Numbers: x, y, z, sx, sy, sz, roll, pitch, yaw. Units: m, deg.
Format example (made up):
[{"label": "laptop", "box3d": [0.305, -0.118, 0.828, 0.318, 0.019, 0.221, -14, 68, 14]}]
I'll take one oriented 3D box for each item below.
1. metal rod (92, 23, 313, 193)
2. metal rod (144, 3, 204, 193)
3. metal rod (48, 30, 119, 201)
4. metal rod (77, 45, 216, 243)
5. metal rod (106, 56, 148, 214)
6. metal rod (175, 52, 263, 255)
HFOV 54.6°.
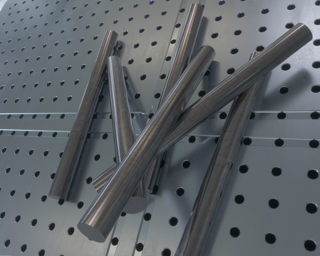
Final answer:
[{"label": "metal rod", "box3d": [0.046, -0.019, 0.362, 0.300, 0.025, 0.025, -38, 51, 3]}, {"label": "metal rod", "box3d": [0.019, -0.057, 0.434, 0.025, 0.025, 0.300, 3, 63, 29]}, {"label": "metal rod", "box3d": [-0.114, -0.036, 0.491, 0.025, 0.025, 0.300, -3, 60, 27]}, {"label": "metal rod", "box3d": [0.007, -0.013, 0.340, 0.025, 0.025, 0.301, 2, 40, 29]}, {"label": "metal rod", "box3d": [-0.050, -0.019, 0.402, 0.025, 0.025, 0.300, -29, 38, 10]}, {"label": "metal rod", "box3d": [0.069, 0.040, 0.348, 0.025, 0.025, 0.300, 12, 67, 33]}]
